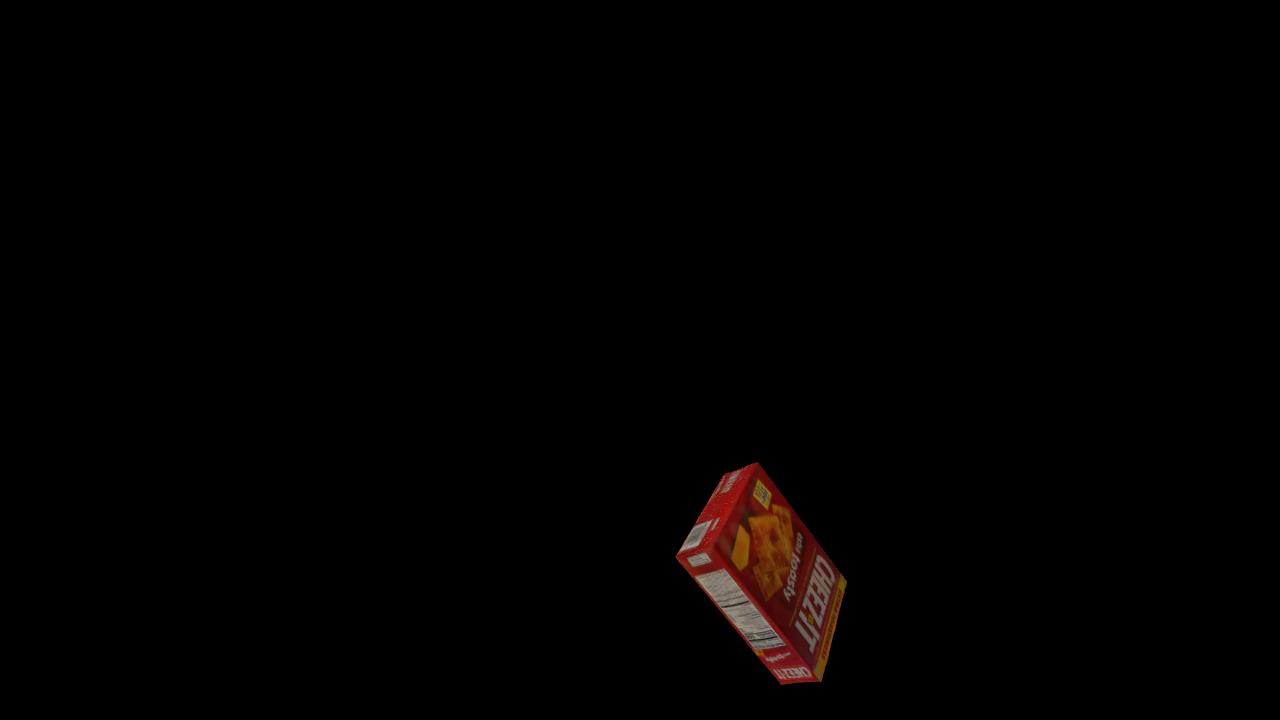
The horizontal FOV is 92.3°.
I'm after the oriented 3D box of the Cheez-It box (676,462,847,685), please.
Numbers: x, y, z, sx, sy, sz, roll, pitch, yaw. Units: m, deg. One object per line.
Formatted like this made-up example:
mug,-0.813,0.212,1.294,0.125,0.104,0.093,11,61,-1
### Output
Cheez-It box,0.165,0.271,0.792,0.071,0.223,0.166,-31,10,41
